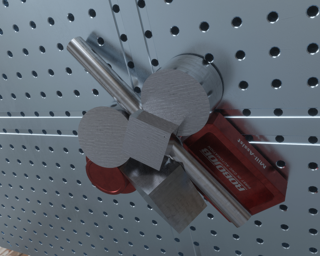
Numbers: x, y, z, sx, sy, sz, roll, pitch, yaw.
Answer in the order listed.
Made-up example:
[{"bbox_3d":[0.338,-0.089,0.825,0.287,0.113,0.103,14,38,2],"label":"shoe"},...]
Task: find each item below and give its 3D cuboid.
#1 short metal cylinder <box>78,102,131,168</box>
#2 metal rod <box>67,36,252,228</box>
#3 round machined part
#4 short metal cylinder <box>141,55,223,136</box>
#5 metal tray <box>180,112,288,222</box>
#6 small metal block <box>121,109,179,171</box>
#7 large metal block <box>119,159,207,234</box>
[{"bbox_3d":[-0.060,0.007,0.412,0.080,0.050,0.079,4,103,19],"label":"short metal cylinder"},{"bbox_3d":[-0.006,-0.001,0.377,0.300,0.025,0.025,46,130,8],"label":"metal rod"},{"bbox_3d":[-0.073,0.062,0.471,0.098,0.042,0.097,13,124,21],"label":"round machined part"},{"bbox_3d":[0.026,-0.038,0.354,0.080,0.050,0.079,13,124,21],"label":"short metal cylinder"},{"bbox_3d":[0.082,0.054,0.393,0.130,0.030,0.090,45,129,-4],"label":"metal tray"},{"bbox_3d":[-0.012,0.013,0.352,0.050,0.025,0.050,24,119,14],"label":"small metal block"},{"bbox_3d":[0.003,0.077,0.402,0.080,0.050,0.080,26,154,55],"label":"large metal block"}]
